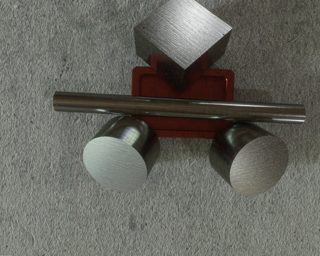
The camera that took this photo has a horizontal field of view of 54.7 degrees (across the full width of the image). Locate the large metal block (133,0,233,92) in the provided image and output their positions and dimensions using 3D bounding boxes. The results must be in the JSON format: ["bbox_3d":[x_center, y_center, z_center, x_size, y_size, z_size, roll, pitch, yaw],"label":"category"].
[{"bbox_3d":[0.026,-0.105,0.377,0.080,0.050,0.080,42,73,15],"label":"large metal block"}]

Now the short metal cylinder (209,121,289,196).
[{"bbox_3d":[0.109,0.036,0.383,0.081,0.050,0.079,-8,114,-18],"label":"short metal cylinder"}]

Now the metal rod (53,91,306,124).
[{"bbox_3d":[0.024,-0.025,0.381,0.302,0.025,0.025,3,90,-1],"label":"metal rod"}]

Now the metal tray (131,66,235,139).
[{"bbox_3d":[0.029,-0.032,0.409,0.131,0.030,0.089,2,90,0],"label":"metal tray"}]

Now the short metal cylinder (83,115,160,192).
[{"bbox_3d":[-0.045,0.031,0.380,0.080,0.050,0.079,9,123,15],"label":"short metal cylinder"}]
